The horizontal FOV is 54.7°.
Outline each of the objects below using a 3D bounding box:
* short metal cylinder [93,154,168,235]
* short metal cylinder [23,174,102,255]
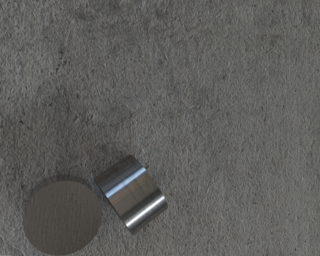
[{"bbox_3d":[-0.035,0.078,0.367,0.050,0.080,0.080,-35,101,-17],"label":"short metal cylinder"},{"bbox_3d":[-0.111,0.096,0.355,0.081,0.050,0.080,0,90,-20],"label":"short metal cylinder"}]
